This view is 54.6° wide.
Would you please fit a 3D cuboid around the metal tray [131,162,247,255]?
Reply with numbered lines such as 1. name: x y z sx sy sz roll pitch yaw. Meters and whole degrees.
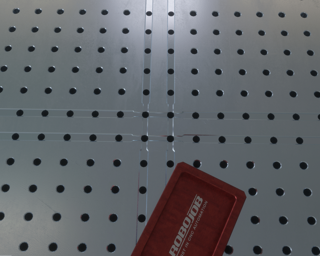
1. metal tray: 0.034 0.117 0.366 0.090 0.030 0.130 26 72 9
